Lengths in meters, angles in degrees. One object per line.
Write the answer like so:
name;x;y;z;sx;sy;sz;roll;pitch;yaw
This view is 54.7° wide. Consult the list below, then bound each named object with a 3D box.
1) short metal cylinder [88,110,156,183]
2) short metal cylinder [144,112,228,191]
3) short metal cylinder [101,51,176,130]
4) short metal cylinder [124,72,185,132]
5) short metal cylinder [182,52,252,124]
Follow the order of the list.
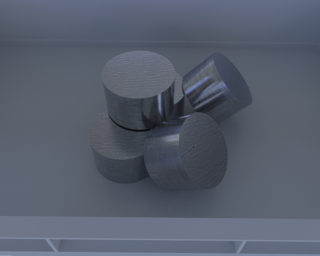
short metal cylinder;-0.041;0.019;0.371;0.081;0.050;0.080;0;50;0
short metal cylinder;0.029;0.027;0.336;0.050;0.080;0.080;-15;35;44
short metal cylinder;-0.023;-0.044;0.357;0.081;0.050;0.080;0;50;0
short metal cylinder;-0.007;-0.038;0.418;0.081;0.050;0.080;0;50;0
short metal cylinder;0.075;-0.051;0.404;0.080;0.050;0.080;33;38;-31
